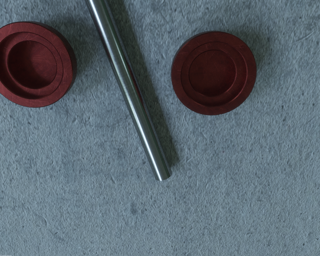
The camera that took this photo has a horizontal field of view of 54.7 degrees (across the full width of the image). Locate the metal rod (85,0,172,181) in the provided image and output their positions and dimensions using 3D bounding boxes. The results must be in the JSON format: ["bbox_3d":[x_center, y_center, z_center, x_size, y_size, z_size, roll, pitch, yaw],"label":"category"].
[{"bbox_3d":[-0.043,-0.065,0.385,0.025,0.025,0.298,-18,109,6],"label":"metal rod"}]

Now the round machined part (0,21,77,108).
[{"bbox_3d":[-0.149,-0.077,0.370,0.099,0.042,0.097,0,110,-1],"label":"round machined part"}]

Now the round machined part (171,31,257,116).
[{"bbox_3d":[0.062,-0.068,0.377,0.099,0.042,0.097,0,110,-1],"label":"round machined part"}]
